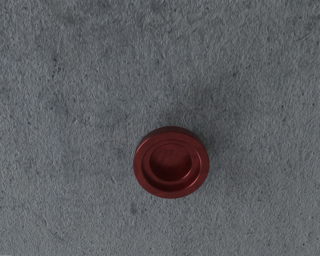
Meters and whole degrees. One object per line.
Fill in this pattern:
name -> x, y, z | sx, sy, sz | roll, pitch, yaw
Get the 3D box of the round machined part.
round machined part -> 0.014, 0.042, 0.418 | 0.099, 0.042, 0.097 | 0, 110, -1
